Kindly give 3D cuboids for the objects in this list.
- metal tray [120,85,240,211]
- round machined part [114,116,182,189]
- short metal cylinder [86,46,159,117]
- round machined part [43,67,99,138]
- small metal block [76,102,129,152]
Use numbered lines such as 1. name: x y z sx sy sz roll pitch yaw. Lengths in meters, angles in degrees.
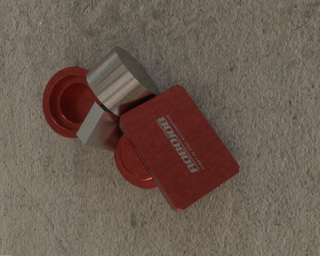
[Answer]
1. metal tray: 0.022 0.022 0.376 0.091 0.030 0.130 -31 79 -15
2. round machined part: -0.018 0.032 0.406 0.098 0.042 0.097 0 90 19
3. short metal cylinder: -0.046 -0.057 0.397 0.050 0.080 0.080 -39 78 16
4. round machined part: -0.113 -0.035 0.439 0.098 0.042 0.097 0 90 19
5. small metal block: -0.071 0.000 0.402 0.025 0.050 0.050 41 104 40
